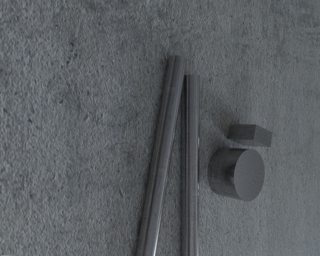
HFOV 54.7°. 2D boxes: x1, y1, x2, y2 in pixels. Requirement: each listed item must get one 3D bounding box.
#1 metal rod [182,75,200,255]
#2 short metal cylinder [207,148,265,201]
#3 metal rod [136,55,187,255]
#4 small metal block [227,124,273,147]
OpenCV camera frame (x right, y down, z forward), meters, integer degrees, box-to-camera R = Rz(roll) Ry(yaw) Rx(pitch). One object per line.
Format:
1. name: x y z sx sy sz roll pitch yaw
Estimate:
1. metal rod: 0.044 0.075 0.441 0.025 0.025 0.298 0 90 -40
2. short metal cylinder: 0.121 0.072 0.490 0.081 0.050 0.079 0 90 -40
3. metal rod: 0.000 0.051 0.404 0.025 0.025 0.299 16 80 -39
4. small metal block: 0.149 0.013 0.514 0.050 0.050 0.025 20 78 -38
